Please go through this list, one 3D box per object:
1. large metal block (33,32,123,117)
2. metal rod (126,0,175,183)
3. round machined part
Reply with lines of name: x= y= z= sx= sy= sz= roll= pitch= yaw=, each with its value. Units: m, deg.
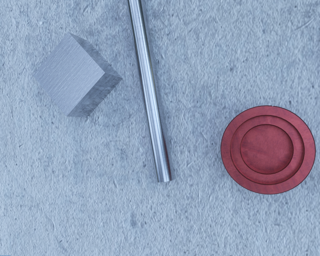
large metal block: x=-0.115 y=-0.072 z=0.435 sx=0.080 sy=0.050 sz=0.080 roll=-45 pitch=76 yaw=14
metal rod: x=-0.017 y=-0.078 z=0.414 sx=0.025 sy=0.025 sz=0.298 roll=-11 pitch=86 yaw=19
round machined part: x=0.122 y=0.024 z=0.357 sx=0.098 sy=0.042 sz=0.097 roll=0 pitch=90 yaw=19
